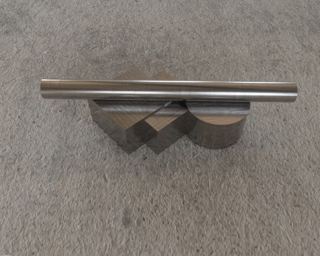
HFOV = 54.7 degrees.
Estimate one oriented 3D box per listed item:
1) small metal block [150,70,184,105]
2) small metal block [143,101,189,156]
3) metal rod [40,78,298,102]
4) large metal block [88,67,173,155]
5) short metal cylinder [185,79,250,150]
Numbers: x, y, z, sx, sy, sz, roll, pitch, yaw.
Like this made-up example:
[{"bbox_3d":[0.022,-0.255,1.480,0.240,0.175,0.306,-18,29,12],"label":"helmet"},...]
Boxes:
[{"bbox_3d":[0.012,-0.043,0.425,0.025,0.050,0.050,-35,59,-26],"label":"small metal block"},{"bbox_3d":[0.007,0.000,0.390,0.050,0.050,0.025,-35,59,-26],"label":"small metal block"},{"bbox_3d":[0.010,-0.045,0.376,0.302,0.025,0.025,1,50,0],"label":"metal rod"},{"bbox_3d":[-0.037,-0.025,0.407,0.080,0.050,0.080,-35,58,-26],"label":"large metal block"},{"bbox_3d":[0.072,-0.019,0.404,0.081,0.050,0.080,0,50,0],"label":"short metal cylinder"}]
